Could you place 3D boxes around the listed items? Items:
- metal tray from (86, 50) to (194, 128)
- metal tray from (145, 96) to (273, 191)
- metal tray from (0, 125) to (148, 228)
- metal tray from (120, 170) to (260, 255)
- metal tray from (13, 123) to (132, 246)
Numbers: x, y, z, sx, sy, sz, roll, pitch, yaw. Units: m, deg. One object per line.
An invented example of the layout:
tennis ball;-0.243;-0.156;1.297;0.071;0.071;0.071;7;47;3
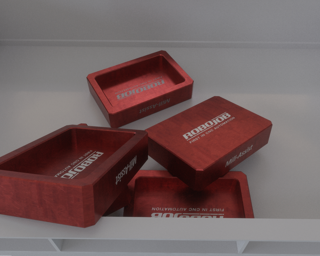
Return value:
metal tray;-0.029;-0.061;0.452;0.131;0.030;0.090;-23;54;-18
metal tray;0.058;0.010;0.368;0.131;0.030;0.090;-27;43;-33
metal tray;-0.071;0.031;0.265;0.090;0.030;0.130;5;16;14
metal tray;0.029;0.090;0.325;0.131;0.030;0.090;1;50;0
metal tray;-0.099;0.051;0.335;0.091;0.030;0.130;-24;38;-19
